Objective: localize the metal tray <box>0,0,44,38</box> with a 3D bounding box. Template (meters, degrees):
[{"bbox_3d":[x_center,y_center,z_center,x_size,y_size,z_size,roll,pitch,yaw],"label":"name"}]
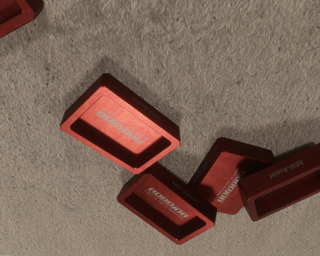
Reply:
[{"bbox_3d":[-0.193,-0.123,0.296,0.130,0.030,0.090,-21,128,16],"label":"metal tray"}]

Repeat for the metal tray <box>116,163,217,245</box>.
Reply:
[{"bbox_3d":[0.010,0.118,0.475,0.130,0.030,0.090,39,126,-9],"label":"metal tray"}]

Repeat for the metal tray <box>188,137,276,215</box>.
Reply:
[{"bbox_3d":[0.103,0.078,0.472,0.091,0.030,0.129,15,129,-13],"label":"metal tray"}]

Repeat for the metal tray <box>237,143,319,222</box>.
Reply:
[{"bbox_3d":[0.181,0.080,0.443,0.130,0.030,0.090,-26,139,2],"label":"metal tray"}]

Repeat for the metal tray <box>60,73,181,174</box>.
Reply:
[{"bbox_3d":[-0.048,0.000,0.403,0.130,0.030,0.090,36,121,-27],"label":"metal tray"}]
